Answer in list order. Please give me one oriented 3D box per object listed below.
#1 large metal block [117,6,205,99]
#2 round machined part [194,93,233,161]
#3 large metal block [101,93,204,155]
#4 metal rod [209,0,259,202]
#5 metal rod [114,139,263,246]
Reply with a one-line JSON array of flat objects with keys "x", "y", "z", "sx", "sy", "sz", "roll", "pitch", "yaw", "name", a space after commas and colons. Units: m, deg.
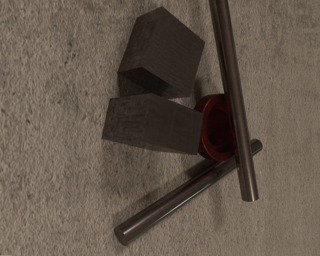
[{"x": 0.004, "y": -0.090, "z": 0.393, "sx": 0.080, "sy": 0.050, "sz": 0.080, "roll": 27, "pitch": 73, "yaw": -37, "name": "large metal block"}, {"x": 0.079, "y": -0.001, "z": 0.462, "sx": 0.099, "sy": 0.042, "sz": 0.097, "roll": 0, "pitch": 90, "yaw": -40, "name": "round machined part"}, {"x": -0.009, "y": -0.002, "z": 0.363, "sx": 0.081, "sy": 0.080, "sz": 0.050, "roll": 17, "pitch": 79, "yaw": -39, "name": "large metal block"}, {"x": 0.106, "y": -0.038, "z": 0.441, "sx": 0.025, "sy": 0.025, "sz": 0.298, "roll": -19, "pitch": 102, "yaw": -39, "name": "metal rod"}, {"x": 0.063, "y": 0.080, "z": 0.459, "sx": 0.302, "sy": 0.025, "sz": 0.025, "roll": -24, "pitch": 106, "yaw": -38, "name": "metal rod"}]
